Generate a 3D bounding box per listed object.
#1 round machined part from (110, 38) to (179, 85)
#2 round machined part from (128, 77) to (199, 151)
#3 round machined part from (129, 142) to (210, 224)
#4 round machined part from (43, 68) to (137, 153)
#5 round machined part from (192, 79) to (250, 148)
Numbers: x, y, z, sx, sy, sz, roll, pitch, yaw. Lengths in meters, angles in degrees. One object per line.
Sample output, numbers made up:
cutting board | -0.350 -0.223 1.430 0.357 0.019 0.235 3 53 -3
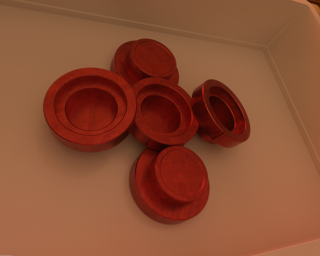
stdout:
round machined part | -0.016 -0.086 0.436 0.099 0.042 0.098 14 56 -21
round machined part | -0.002 -0.014 0.399 0.099 0.042 0.098 14 56 -21
round machined part | 0.017 0.059 0.365 0.099 0.042 0.098 14 56 -21
round machined part | -0.077 -0.017 0.351 0.099 0.042 0.098 4 62 -7
round machined part | 0.079 -0.016 0.434 0.098 0.042 0.098 27 46 -31
